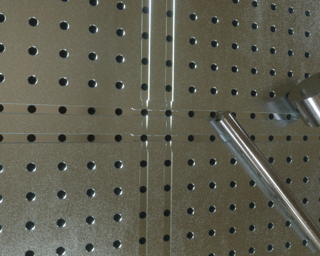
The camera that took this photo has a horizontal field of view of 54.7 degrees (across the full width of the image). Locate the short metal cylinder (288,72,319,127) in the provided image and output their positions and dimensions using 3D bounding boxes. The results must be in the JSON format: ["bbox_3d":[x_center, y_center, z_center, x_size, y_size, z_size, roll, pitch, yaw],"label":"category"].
[{"bbox_3d":[0.247,-0.046,0.474,0.080,0.080,0.050,-42,103,-15],"label":"short metal cylinder"}]

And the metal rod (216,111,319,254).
[{"bbox_3d":[0.184,0.094,0.480,0.025,0.025,0.300,-44,104,-15],"label":"metal rod"}]
